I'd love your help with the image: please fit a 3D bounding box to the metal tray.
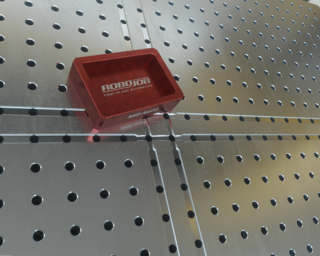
[{"bbox_3d":[-0.042,-0.058,0.416,0.131,0.030,0.090,-18,71,-35],"label":"metal tray"}]
